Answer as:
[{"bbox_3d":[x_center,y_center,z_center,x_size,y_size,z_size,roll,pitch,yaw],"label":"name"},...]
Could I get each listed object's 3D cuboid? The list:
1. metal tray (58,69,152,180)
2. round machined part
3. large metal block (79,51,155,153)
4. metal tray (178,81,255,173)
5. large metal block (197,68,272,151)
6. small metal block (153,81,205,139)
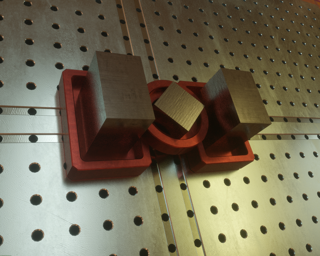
[{"bbox_3d":[-0.068,-0.007,0.371,0.091,0.030,0.130,1,61,-28],"label":"metal tray"},{"bbox_3d":[0.009,-0.010,0.397,0.099,0.042,0.098,14,56,-21],"label":"round machined part"},{"bbox_3d":[-0.052,-0.025,0.343,0.050,0.080,0.080,1,62,-28],"label":"large metal block"},{"bbox_3d":[0.073,-0.005,0.445,0.091,0.030,0.130,0,62,-28],"label":"metal tray"},{"bbox_3d":[0.091,-0.022,0.418,0.050,0.080,0.080,1,61,-28],"label":"large metal block"},{"bbox_3d":[0.019,-0.022,0.379,0.050,0.025,0.050,38,51,-3],"label":"small metal block"}]
